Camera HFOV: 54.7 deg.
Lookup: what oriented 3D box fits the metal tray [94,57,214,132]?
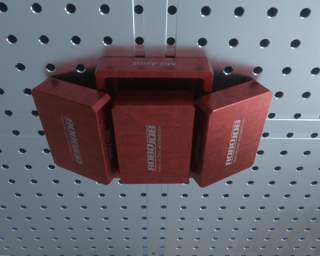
[{"bbox_3d":[-0.007,-0.038,0.375,0.131,0.030,0.089,0,131,-1],"label":"metal tray"}]

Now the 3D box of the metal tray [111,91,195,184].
[{"bbox_3d":[-0.007,0.016,0.382,0.091,0.030,0.129,0,130,0],"label":"metal tray"}]

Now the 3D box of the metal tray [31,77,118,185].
[{"bbox_3d":[-0.101,0.007,0.389,0.090,0.030,0.129,17,134,19],"label":"metal tray"}]

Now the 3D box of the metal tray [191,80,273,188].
[{"bbox_3d":[0.086,0.011,0.394,0.091,0.030,0.129,-19,134,-21],"label":"metal tray"}]

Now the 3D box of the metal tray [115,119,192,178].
[{"bbox_3d":[-0.006,0.030,0.435,0.131,0.030,0.089,0,131,-1],"label":"metal tray"}]
